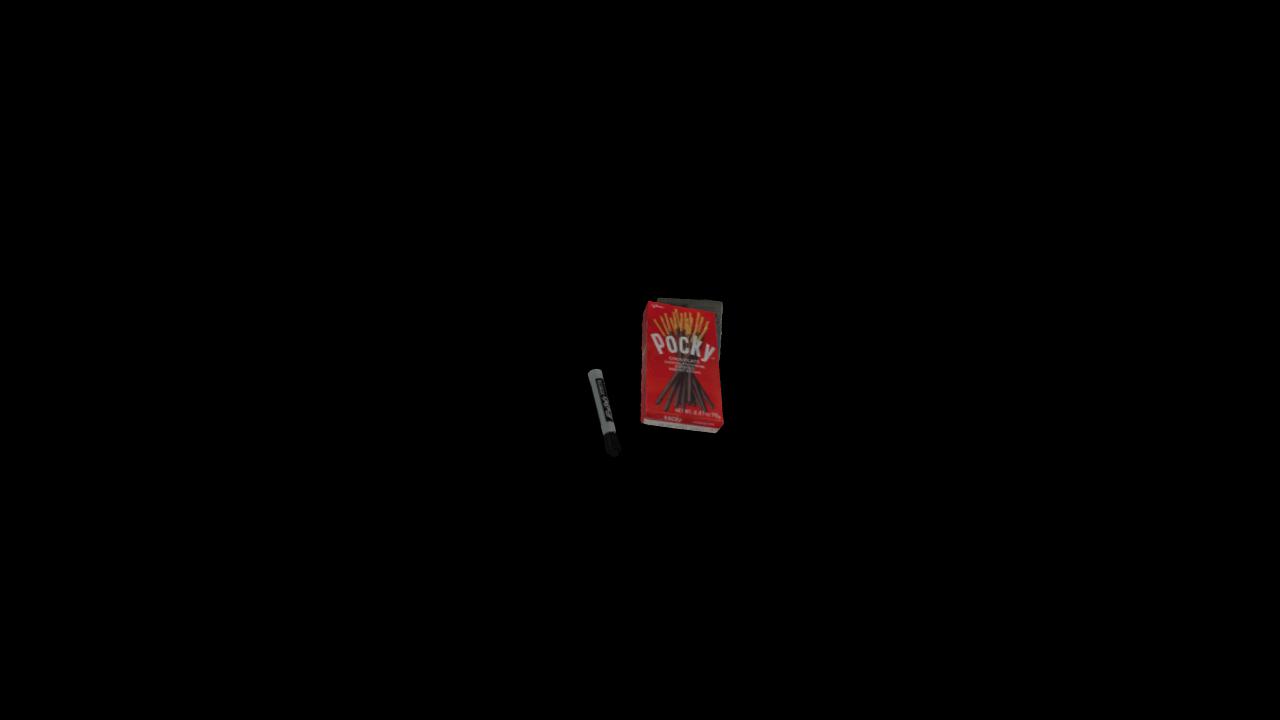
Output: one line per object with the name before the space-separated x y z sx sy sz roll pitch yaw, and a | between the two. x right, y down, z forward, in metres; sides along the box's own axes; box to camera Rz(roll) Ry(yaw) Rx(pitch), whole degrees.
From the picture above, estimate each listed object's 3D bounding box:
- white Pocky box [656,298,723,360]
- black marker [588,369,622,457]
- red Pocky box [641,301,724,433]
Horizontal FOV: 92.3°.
white Pocky box | 0.053 -0.004 0.730 0.084 0.154 0.028 5 -30 5
black marker | -0.044 0.065 0.766 0.020 0.121 0.020 -11 -33 -8
red Pocky box | 0.043 0.004 0.665 0.083 0.155 0.028 8 -39 -8
